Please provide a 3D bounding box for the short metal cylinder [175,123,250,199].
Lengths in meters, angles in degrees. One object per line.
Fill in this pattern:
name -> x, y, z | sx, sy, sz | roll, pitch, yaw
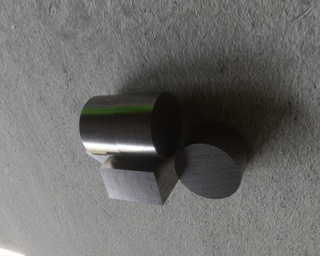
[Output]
short metal cylinder -> 0.065, 0.040, 0.382 | 0.080, 0.050, 0.079 | 13, 124, 21

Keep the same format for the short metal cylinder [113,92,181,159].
short metal cylinder -> -0.013, -0.003, 0.378 | 0.050, 0.080, 0.080 | 1, 119, 28

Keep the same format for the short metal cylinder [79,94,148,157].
short metal cylinder -> -0.058, -0.003, 0.402 | 0.050, 0.080, 0.080 | 1, 119, 28

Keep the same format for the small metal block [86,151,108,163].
small metal block -> -0.078, 0.028, 0.468 | 0.050, 0.025, 0.050 | 33, 129, 6

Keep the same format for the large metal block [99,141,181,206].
large metal block -> -0.021, 0.054, 0.418 | 0.080, 0.080, 0.050 | 1, 119, 28
